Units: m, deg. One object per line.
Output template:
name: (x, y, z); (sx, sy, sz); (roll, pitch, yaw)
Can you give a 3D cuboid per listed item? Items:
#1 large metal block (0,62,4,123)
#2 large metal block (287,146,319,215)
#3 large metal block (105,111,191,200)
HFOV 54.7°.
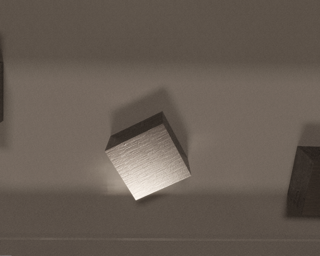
large metal block: (-0.244, -0.044, 0.378); (0.081, 0.050, 0.079); (9, 110, -4)
large metal block: (0.233, 0.072, 0.428); (0.081, 0.050, 0.079); (2, 110, -1)
large metal block: (-0.014, 0.036, 0.411); (0.080, 0.050, 0.080); (-26, 108, 8)
